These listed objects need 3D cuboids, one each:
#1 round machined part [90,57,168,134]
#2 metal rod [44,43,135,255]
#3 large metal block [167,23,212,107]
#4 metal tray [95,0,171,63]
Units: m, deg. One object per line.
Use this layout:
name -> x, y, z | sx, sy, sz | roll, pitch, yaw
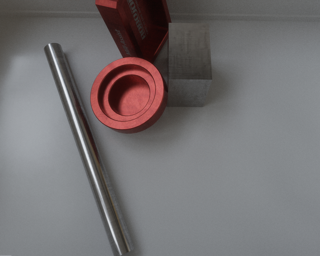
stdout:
round machined part -> -0.037, -0.040, 0.406 | 0.098, 0.042, 0.098 | -4, 75, 14
metal rod -> -0.098, 0.015, 0.403 | 0.025, 0.025, 0.299 | -21, 72, -8
large metal block -> 0.036, -0.080, 0.410 | 0.050, 0.080, 0.080 | 0, 70, 0
metal tray -> -0.026, -0.145, 0.405 | 0.030, 0.130, 0.090 | 20, 71, 22
